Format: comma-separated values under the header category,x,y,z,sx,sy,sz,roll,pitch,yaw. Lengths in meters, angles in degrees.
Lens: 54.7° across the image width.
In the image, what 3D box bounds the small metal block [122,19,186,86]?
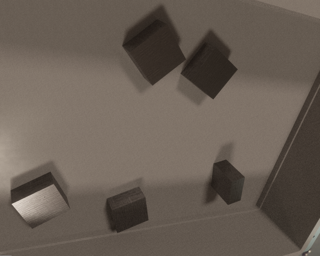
category,x,y,z,sx,sy,sz,roll,pitch,yaw
small metal block,-0.006,-0.086,0.354,0.050,0.025,0.050,-39,130,-3

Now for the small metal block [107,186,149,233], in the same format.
category,x,y,z,sx,sy,sz,roll,pitch,yaw
small metal block,-0.047,0.121,0.460,0.050,0.025,0.050,-18,126,-19

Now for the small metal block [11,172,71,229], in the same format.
category,x,y,z,sx,sy,sz,roll,pitch,yaw
small metal block,-0.147,0.090,0.385,0.050,0.025,0.050,-26,128,-13

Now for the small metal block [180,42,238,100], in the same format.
category,x,y,z,sx,sy,sz,roll,pitch,yaw
small metal block,0.064,-0.073,0.400,0.050,0.025,0.050,32,101,-39

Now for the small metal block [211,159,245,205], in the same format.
category,x,y,z,sx,sy,sz,roll,pitch,yaw
small metal block,0.111,0.089,0.510,0.025,0.050,0.050,-14,124,-21
